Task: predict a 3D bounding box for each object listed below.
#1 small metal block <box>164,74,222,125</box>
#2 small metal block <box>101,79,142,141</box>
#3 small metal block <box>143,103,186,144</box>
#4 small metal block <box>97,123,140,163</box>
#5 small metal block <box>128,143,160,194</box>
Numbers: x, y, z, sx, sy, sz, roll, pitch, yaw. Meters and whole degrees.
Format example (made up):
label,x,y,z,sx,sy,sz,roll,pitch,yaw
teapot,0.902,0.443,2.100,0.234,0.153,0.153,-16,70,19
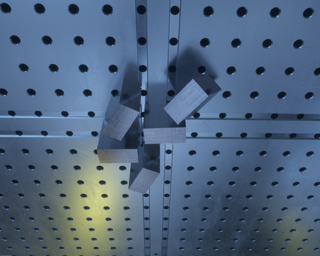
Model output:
label,x,y,z,sx,sy,sz,roll,pitch,yaw
small metal block,0.039,-0.034,0.363,0.025,0.050,0.050,50,120,7
small metal block,-0.046,-0.022,0.376,0.025,0.050,0.050,23,126,-19
small metal block,0.006,-0.007,0.389,0.050,0.050,0.025,-2,130,2
small metal block,-0.053,0.020,0.411,0.050,0.050,0.025,-1,130,0
small metal block,-0.022,0.057,0.444,0.025,0.050,0.050,21,127,-17
